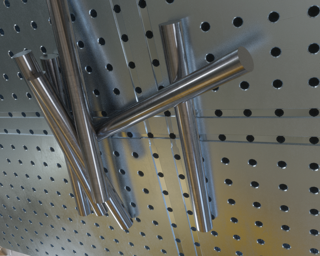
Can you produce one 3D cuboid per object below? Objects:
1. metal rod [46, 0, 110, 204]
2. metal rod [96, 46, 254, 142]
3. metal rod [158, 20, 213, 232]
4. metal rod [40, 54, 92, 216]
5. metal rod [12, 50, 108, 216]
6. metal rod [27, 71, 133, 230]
[{"bbox_3d":[-0.108,-0.035,0.417,0.025,0.025,0.298,1,110,28],"label":"metal rod"},{"bbox_3d":[-0.022,-0.021,0.384,0.299,0.025,0.025,-22,107,44],"label":"metal rod"},{"bbox_3d":[0.039,0.017,0.401,0.025,0.025,0.298,2,120,27],"label":"metal rod"},{"bbox_3d":[-0.148,0.029,0.507,0.025,0.025,0.298,11,123,22],"label":"metal rod"},{"bbox_3d":[-0.141,0.026,0.476,0.025,0.025,0.299,2,126,27],"label":"metal rod"},{"bbox_3d":[-0.108,0.052,0.470,0.025,0.025,0.299,-2,127,29],"label":"metal rod"}]
